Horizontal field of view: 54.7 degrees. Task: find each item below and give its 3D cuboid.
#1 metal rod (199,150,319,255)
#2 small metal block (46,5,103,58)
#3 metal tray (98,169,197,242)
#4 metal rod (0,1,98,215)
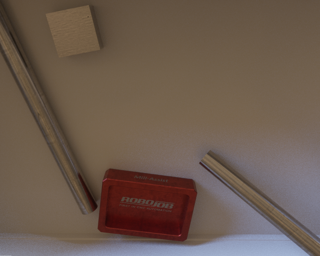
[{"bbox_3d":[0.175,0.133,0.395,0.300,0.025,0.025,40,107,13],"label":"metal rod"},{"bbox_3d":[-0.100,-0.115,0.368,0.050,0.025,0.050,-10,110,3],"label":"small metal block"},{"bbox_3d":[-0.019,0.113,0.449,0.131,0.030,0.089,8,110,-4],"label":"metal tray"},{"bbox_3d":[-0.150,-0.014,0.404,0.025,0.025,0.298,-18,110,6],"label":"metal rod"}]
